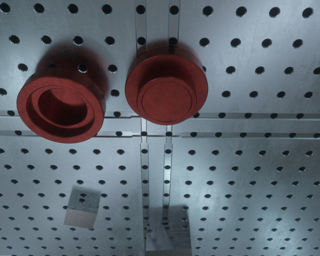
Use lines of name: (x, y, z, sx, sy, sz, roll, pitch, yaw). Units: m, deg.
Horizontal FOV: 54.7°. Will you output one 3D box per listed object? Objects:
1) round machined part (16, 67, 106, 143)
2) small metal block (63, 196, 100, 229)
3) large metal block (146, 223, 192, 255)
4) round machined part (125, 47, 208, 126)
round machined part: (-0.115, -0.030, 0.373, 0.099, 0.042, 0.097, 0, 130, 0)
small metal block: (-0.136, 0.147, 0.535, 0.050, 0.025, 0.050, 13, 129, -12)
large metal block: (0.020, 0.228, 0.589, 0.080, 0.050, 0.080, -5, 130, 4)
round machined part: (0.008, -0.041, 0.365, 0.099, 0.042, 0.097, 0, 130, 0)
